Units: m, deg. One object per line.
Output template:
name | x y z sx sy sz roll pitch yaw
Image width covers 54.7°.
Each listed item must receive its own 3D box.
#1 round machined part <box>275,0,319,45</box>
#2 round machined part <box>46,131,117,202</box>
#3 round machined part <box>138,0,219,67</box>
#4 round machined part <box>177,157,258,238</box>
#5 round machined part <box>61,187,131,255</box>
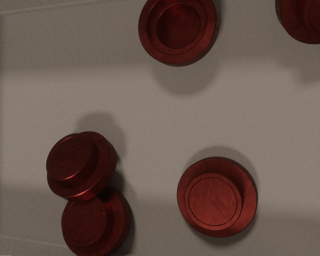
round machined part | 0.172 -0.129 0.312 0.099 0.042 0.097 -1 131 0
round machined part | -0.111 0.046 0.416 0.098 0.042 0.098 -12 55 18
round machined part | 0.026 -0.126 0.392 0.098 0.042 0.097 0 90 19
round machined part | 0.067 0.085 0.377 0.098 0.042 0.097 0 90 19
round machined part | -0.092 0.125 0.419 0.098 0.042 0.098 -6 70 19
